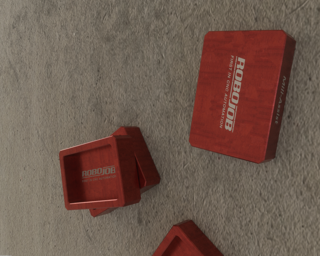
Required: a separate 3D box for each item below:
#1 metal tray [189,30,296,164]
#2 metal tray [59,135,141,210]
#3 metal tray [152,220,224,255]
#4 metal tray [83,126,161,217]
[{"bbox_3d":[0.084,-0.036,0.332,0.090,0.030,0.129,13,98,39],"label":"metal tray"},{"bbox_3d":[-0.089,0.065,0.434,0.130,0.030,0.090,-15,80,39],"label":"metal tray"},{"bbox_3d":[0.025,0.190,0.380,0.090,0.030,0.129,44,116,31],"label":"metal tray"},{"bbox_3d":[-0.067,0.066,0.456,0.130,0.030,0.090,-37,68,34],"label":"metal tray"}]
